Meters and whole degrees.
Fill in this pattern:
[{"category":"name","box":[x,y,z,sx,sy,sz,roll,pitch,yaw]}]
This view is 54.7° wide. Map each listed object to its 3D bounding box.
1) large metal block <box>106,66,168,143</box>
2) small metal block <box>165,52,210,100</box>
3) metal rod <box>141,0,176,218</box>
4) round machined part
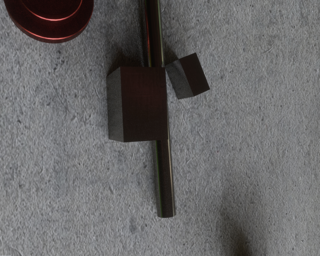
[{"category":"large metal block","box":[-0.030,-0.026,0.369,0.050,0.080,0.079,-3,91,-20]},{"category":"small metal block","box":[0.035,-0.067,0.410,0.025,0.050,0.050,-26,99,-18]},{"category":"metal rod","box":[-0.002,-0.033,0.409,0.025,0.025,0.298,-5,92,-20]},{"category":"round machined part","box":[-0.125,-0.150,0.354,0.099,0.042,0.097,0,90,-21]}]
